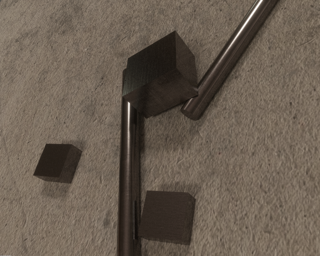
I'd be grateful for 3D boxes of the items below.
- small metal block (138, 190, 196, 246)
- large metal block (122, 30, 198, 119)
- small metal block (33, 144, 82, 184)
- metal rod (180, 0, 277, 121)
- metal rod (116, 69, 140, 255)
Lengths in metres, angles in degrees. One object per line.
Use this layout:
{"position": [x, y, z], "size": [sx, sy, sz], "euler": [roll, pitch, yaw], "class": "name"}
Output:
{"position": [0.008, 0.097, 0.339], "size": [0.050, 0.025, 0.050], "euler": [-3, 60, 26], "class": "small metal block"}
{"position": [0.001, -0.070, 0.412], "size": [0.080, 0.050, 0.080], "euler": [-24, 43, 26], "class": "large metal block"}
{"position": [-0.147, 0.051, 0.448], "size": [0.050, 0.025, 0.050], "euler": [-1, 61, 27], "class": "small metal block"}
{"position": [0.120, -0.137, 0.424], "size": [0.025, 0.025, 0.300], "euler": [26, 75, 36], "class": "metal rod"}
{"position": [-0.039, 0.041, 0.397], "size": [0.025, 0.025, 0.299], "euler": [-15, 55, 19], "class": "metal rod"}
